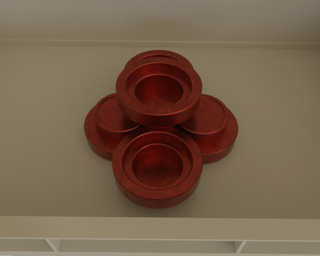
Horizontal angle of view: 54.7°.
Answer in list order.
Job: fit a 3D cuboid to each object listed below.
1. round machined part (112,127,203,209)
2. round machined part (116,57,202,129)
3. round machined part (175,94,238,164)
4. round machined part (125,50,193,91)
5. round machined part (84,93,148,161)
[{"bbox_3d":[-0.003,0.047,0.352,0.099,0.042,0.098,0,50,0],"label":"round machined part"},{"bbox_3d":[-0.001,-0.037,0.368,0.099,0.042,0.098,0,50,0],"label":"round machined part"},{"bbox_3d":[0.051,-0.006,0.397,0.099,0.042,0.098,0,50,0],"label":"round machined part"},{"bbox_3d":[-0.002,-0.066,0.447,0.099,0.042,0.098,0,50,0],"label":"round machined part"},{"bbox_3d":[-0.048,-0.009,0.398,0.099,0.042,0.098,0,50,0],"label":"round machined part"}]
